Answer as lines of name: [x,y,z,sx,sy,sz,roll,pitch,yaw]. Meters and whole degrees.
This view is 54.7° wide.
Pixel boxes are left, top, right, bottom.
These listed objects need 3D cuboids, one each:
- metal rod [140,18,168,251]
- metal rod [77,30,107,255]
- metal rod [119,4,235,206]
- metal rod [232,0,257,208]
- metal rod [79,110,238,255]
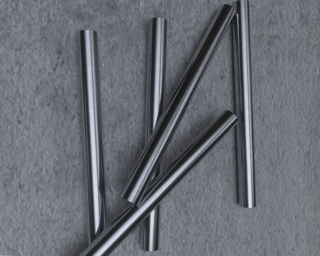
metal rod: [-0.008,0.008,0.407,0.025,0.025,0.298,2,89,-20]
metal rod: [-0.082,0.033,0.379,0.025,0.025,0.298,-3,91,-20]
metal rod: [0.030,-0.042,0.401,0.025,0.025,0.300,33,72,-17]
metal rod: [0.124,-0.034,0.456,0.025,0.025,0.298,-3,91,-20]
metal rod: [-0.010,0.084,0.378,0.301,0.025,0.025,-43,104,-15]
